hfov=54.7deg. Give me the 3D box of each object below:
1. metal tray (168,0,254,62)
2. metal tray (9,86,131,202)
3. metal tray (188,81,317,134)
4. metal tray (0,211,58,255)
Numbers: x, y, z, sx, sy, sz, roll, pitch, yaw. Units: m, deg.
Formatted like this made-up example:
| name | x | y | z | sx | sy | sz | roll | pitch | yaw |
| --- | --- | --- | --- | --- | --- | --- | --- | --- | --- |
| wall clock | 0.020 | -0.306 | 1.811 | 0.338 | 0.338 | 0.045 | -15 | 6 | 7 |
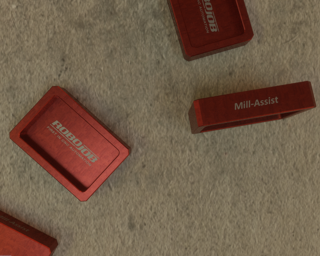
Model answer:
| name | x | y | z | sx | sy | sz | roll | pitch | yaw |
| --- | --- | --- | --- | --- | --- | --- | --- | --- | --- |
| metal tray | 0.059 | -0.164 | 0.408 | 0.091 | 0.030 | 0.129 | -16 | 90 | -1 |
| metal tray | -0.115 | 0.020 | 0.405 | 0.130 | 0.030 | 0.090 | 42 | 90 | -1 |
| metal tray | 0.104 | -0.022 | 0.377 | 0.131 | 0.090 | 0.030 | -10 | 83 | -1 |
| metal tray | -0.215 | 0.163 | 0.405 | 0.130 | 0.030 | 0.090 | 28 | 90 | -1 |
